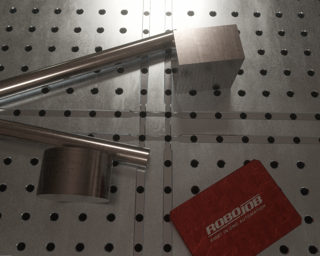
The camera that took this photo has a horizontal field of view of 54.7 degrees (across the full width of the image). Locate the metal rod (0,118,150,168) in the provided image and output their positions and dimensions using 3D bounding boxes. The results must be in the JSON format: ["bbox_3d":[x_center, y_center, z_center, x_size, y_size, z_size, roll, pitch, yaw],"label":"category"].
[{"bbox_3d":[-0.163,0.010,0.406,0.302,0.025,0.025,11,70,3],"label":"metal rod"}]

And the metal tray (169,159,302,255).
[{"bbox_3d":[0.087,0.108,0.371,0.131,0.030,0.090,-29,73,-11],"label":"metal tray"}]

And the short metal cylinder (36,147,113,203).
[{"bbox_3d":[-0.097,0.057,0.360,0.081,0.080,0.050,2,70,0],"label":"short metal cylinder"}]

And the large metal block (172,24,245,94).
[{"bbox_3d":[0.059,-0.089,0.416,0.081,0.080,0.050,-7,70,-3],"label":"large metal block"}]

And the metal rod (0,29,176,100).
[{"bbox_3d":[-0.115,-0.087,0.442,0.302,0.025,0.025,-19,71,-7],"label":"metal rod"}]
